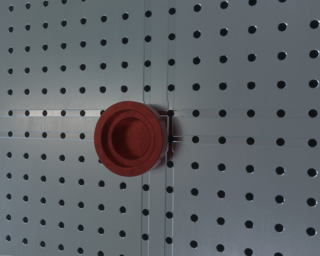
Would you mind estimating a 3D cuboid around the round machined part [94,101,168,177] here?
[{"bbox_3d":[-0.035,0.014,0.416,0.098,0.042,0.097,0,90,20],"label":"round machined part"}]
